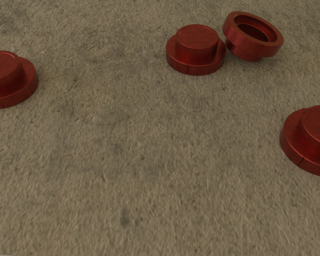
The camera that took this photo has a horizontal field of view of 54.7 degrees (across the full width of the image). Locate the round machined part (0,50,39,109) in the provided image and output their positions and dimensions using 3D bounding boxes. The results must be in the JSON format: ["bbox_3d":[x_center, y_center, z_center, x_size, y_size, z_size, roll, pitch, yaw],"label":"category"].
[{"bbox_3d":[-0.234,-0.077,0.454,0.099,0.042,0.098,0,50,0],"label":"round machined part"}]

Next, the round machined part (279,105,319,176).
[{"bbox_3d":[0.206,0.009,0.387,0.099,0.042,0.098,0,50,0],"label":"round machined part"}]

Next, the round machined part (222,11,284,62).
[{"bbox_3d":[0.146,-0.145,0.505,0.099,0.042,0.098,12,46,-12],"label":"round machined part"}]

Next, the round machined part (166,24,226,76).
[{"bbox_3d":[0.059,-0.133,0.505,0.099,0.042,0.098,0,50,0],"label":"round machined part"}]
